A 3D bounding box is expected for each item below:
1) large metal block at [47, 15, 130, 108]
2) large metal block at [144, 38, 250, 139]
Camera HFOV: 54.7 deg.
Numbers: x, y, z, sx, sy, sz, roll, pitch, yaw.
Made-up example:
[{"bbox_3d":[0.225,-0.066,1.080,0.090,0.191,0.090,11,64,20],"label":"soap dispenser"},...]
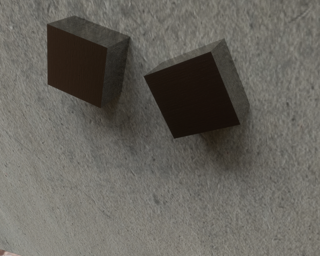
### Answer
[{"bbox_3d":[-0.090,-0.083,0.385,0.080,0.050,0.079,24,127,13],"label":"large metal block"},{"bbox_3d":[0.042,-0.041,0.342,0.080,0.050,0.080,-14,111,33],"label":"large metal block"}]
